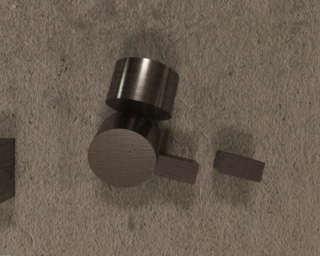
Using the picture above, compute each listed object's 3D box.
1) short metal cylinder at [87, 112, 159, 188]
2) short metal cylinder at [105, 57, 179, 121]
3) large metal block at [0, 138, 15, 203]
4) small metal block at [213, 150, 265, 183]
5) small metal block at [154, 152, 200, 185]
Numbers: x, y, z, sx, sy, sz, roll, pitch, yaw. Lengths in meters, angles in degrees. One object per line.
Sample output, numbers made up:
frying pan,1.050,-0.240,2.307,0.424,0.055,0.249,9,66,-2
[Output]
short metal cylinder,-0.043,0.026,0.382,0.080,0.050,0.079,1,115,3
short metal cylinder,-0.021,-0.045,0.378,0.080,0.080,0.050,12,78,-1
large metal block,-0.237,0.053,0.394,0.081,0.050,0.079,0,90,-1
small metal block,0.100,0.048,0.399,0.050,0.050,0.025,14,90,-1
small metal block,0.020,0.050,0.398,0.050,0.050,0.025,14,90,-1
